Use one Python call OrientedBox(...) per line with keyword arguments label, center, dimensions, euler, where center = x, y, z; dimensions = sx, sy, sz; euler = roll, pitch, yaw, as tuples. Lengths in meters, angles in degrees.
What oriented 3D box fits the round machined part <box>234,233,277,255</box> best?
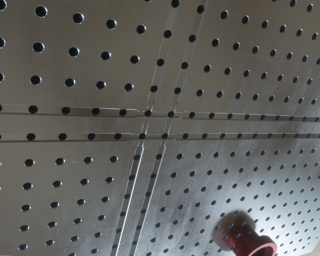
OrientedBox(label="round machined part", center=(0.202, 0.270, 0.676), dimensions=(0.099, 0.042, 0.097), euler=(-14, 124, -21))
